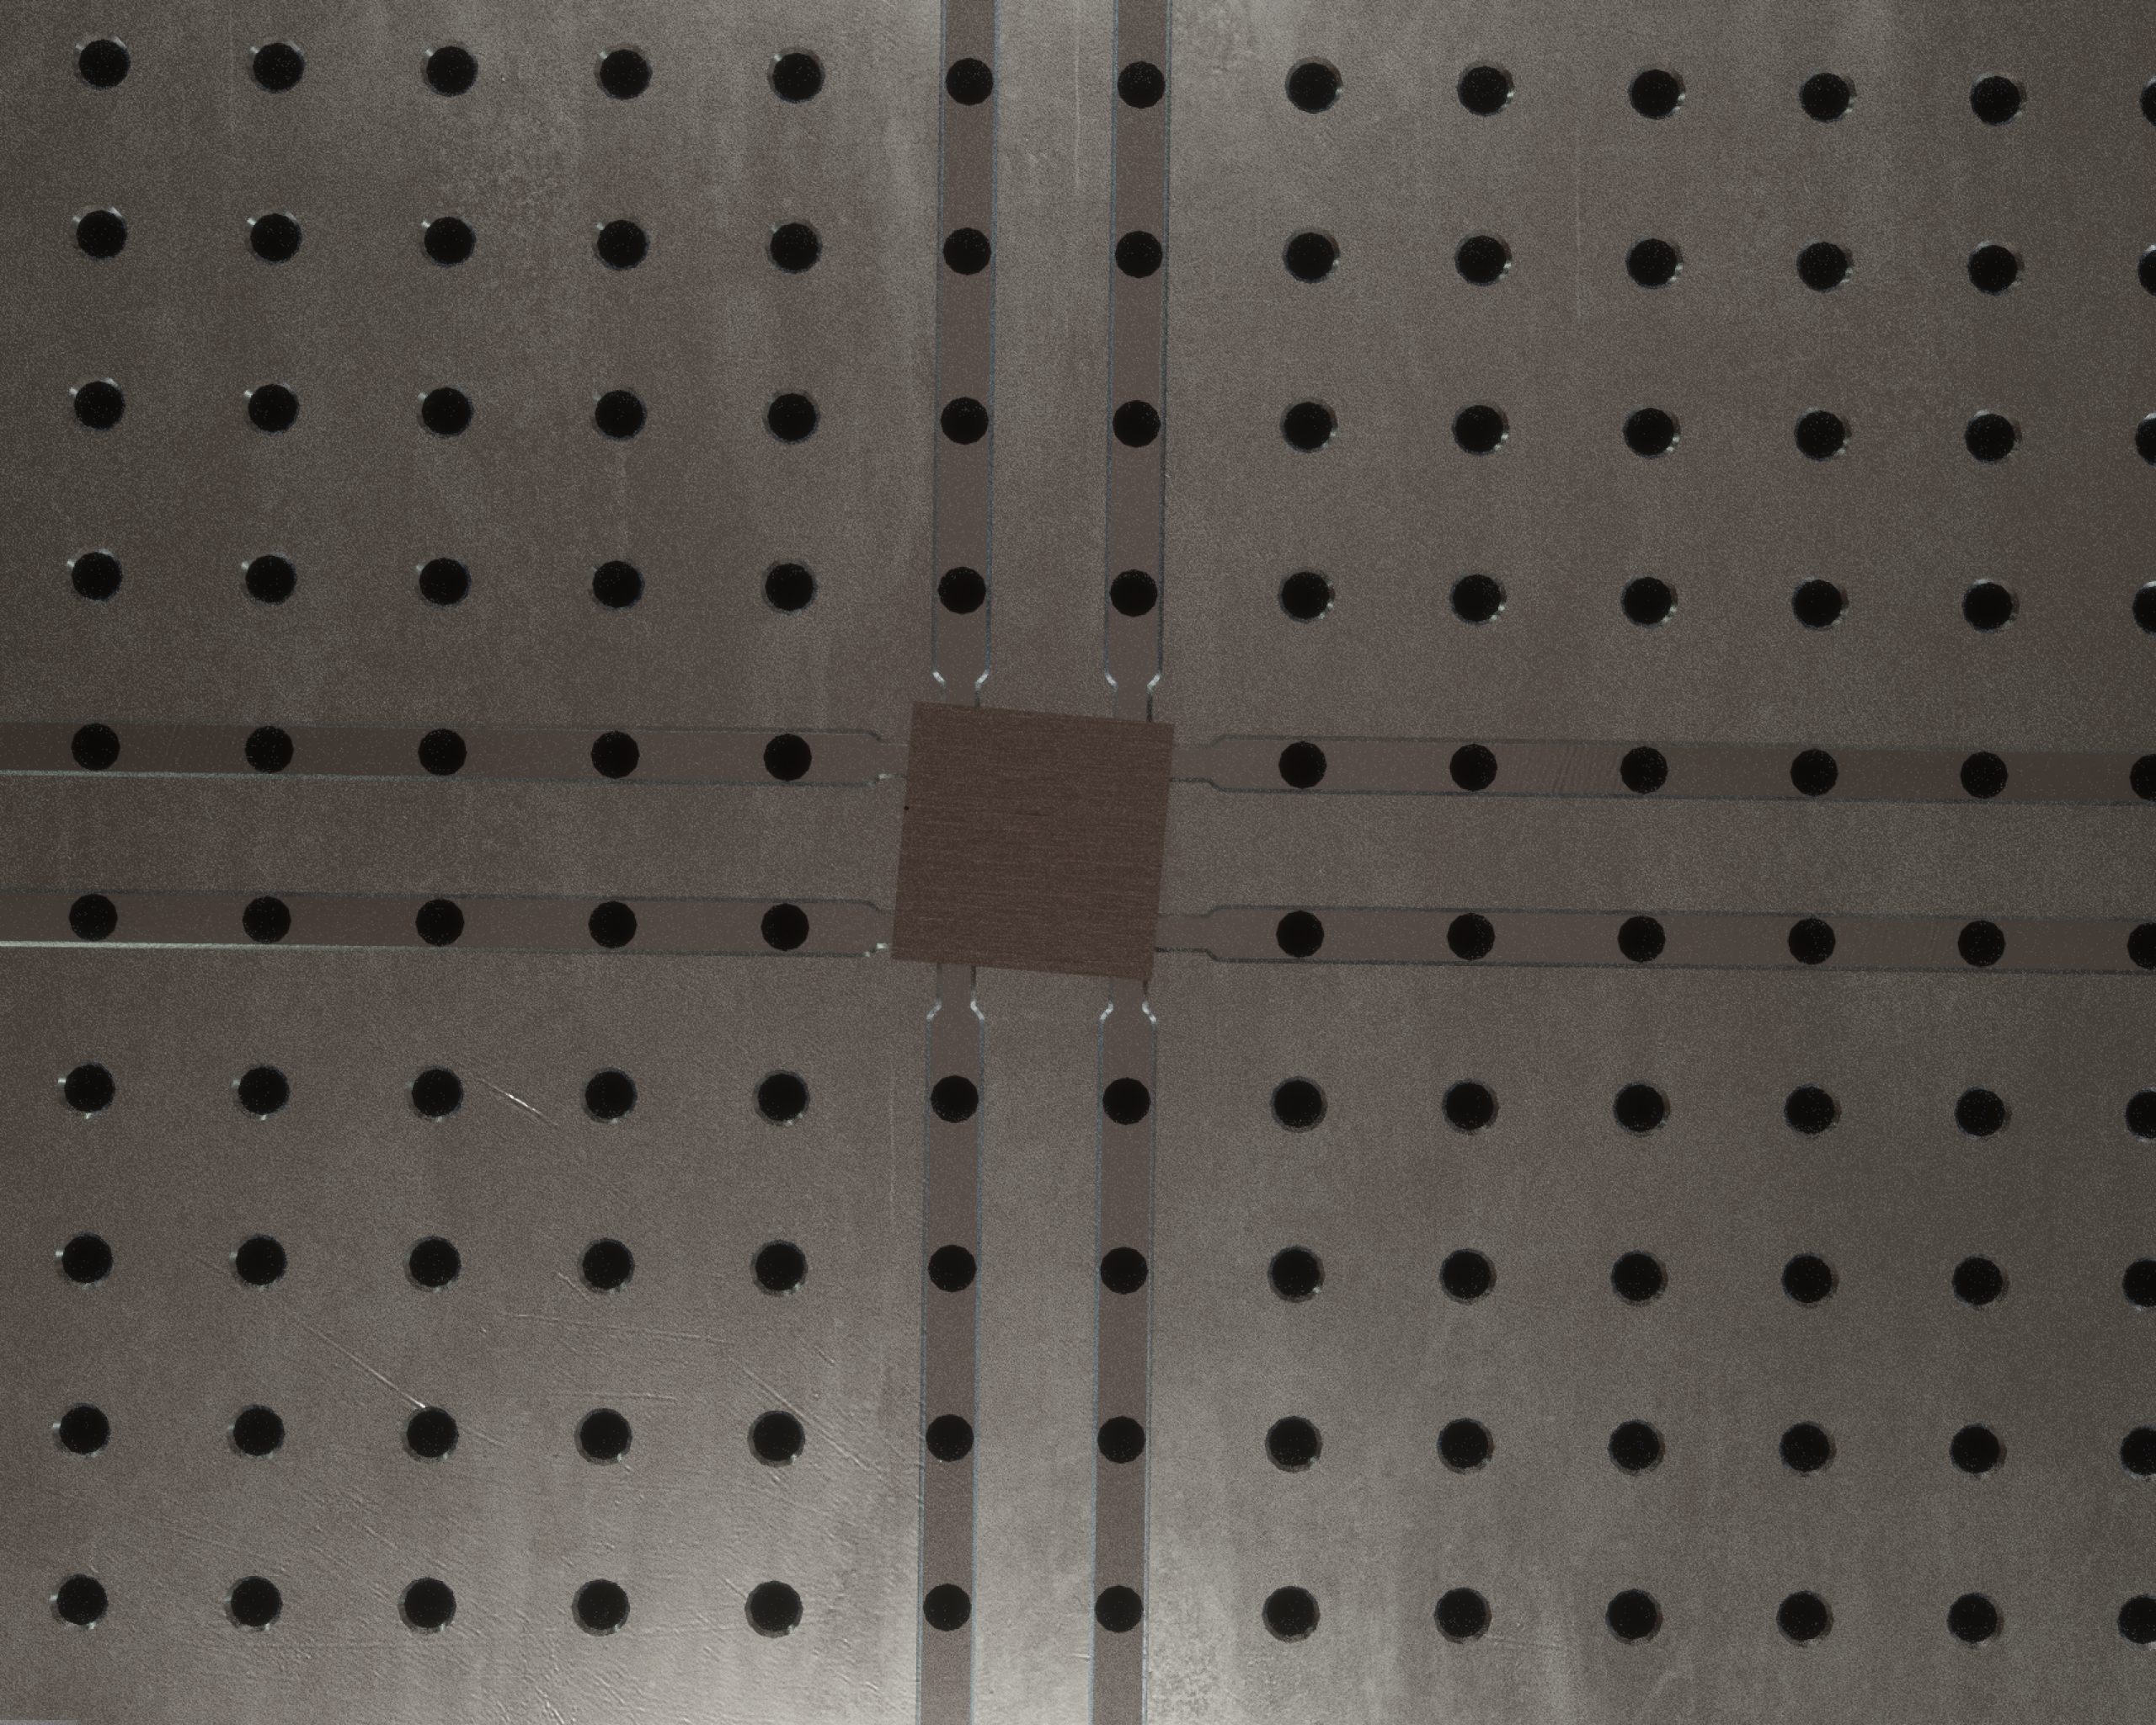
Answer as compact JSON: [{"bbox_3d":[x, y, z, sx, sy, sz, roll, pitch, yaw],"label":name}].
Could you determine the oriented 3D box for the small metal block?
[{"bbox_3d":[-0.009,-0.004,0.413,0.050,0.025,0.050,5,90,-1],"label":"small metal block"}]
